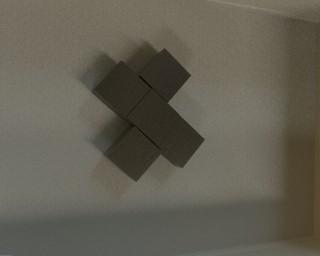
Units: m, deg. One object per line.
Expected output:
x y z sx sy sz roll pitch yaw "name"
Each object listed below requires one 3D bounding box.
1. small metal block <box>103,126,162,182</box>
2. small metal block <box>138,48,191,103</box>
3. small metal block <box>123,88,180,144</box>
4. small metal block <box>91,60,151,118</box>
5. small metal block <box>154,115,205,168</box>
-0.035 0.032 0.396 0.050 0.025 0.050 45 77 -15 "small metal block"
0.004 -0.067 0.409 0.050 0.025 0.050 43 75 -15 "small metal block"
-0.012 -0.015 0.403 0.050 0.025 0.050 43 76 -15 "small metal block"
-0.049 -0.048 0.390 0.050 0.025 0.050 43 76 -15 "small metal block"
0.023 0.018 0.416 0.050 0.025 0.050 43 76 -15 "small metal block"
